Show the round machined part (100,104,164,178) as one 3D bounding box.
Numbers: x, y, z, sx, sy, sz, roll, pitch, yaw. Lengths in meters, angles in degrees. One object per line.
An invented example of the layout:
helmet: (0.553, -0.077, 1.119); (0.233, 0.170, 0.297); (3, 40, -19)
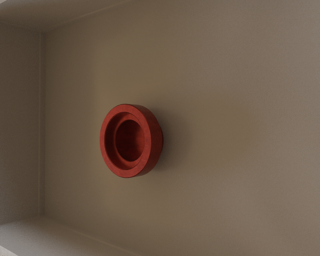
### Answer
round machined part: (-0.034, 0.017, 0.422); (0.098, 0.042, 0.097); (0, 90, 39)
